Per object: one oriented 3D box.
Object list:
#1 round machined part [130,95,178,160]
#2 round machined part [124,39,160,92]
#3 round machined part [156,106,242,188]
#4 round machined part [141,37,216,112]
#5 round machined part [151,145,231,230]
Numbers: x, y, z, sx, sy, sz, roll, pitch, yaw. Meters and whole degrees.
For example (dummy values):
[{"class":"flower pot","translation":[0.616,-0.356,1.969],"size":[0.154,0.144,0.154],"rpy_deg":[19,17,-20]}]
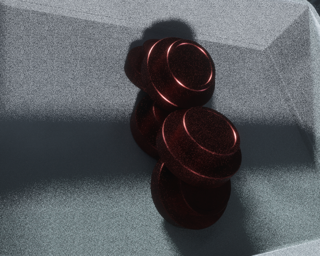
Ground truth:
[{"class":"round machined part","translation":[0.014,-0.008,0.405],"size":[0.099,0.042,0.098],"rpy_deg":[14,55,-20]},{"class":"round machined part","translation":[0.003,-0.089,0.434],"size":[0.099,0.042,0.098],"rpy_deg":[15,40,-13]},{"class":"round machined part","translation":[0.049,0.014,0.345],"size":[0.099,0.042,0.098],"rpy_deg":[15,45,-16]},{"class":"round machined part","translation":[0.029,-0.070,0.385],"size":[0.099,0.042,0.098],"rpy_deg":[9,70,-26]},{"class":"round machined part","translation":[0.042,0.066,0.357],"size":[0.099,0.042,0.098],"rpy_deg":[8,73,-26]}]
